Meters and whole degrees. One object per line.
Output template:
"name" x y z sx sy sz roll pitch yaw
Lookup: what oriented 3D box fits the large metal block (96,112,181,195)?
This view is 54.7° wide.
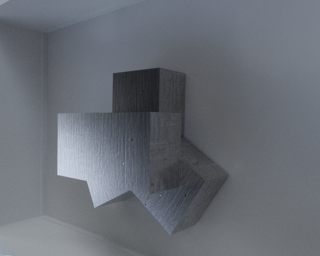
"large metal block" -0.024 0.023 0.342 0.080 0.050 0.080 1 91 40

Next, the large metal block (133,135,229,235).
"large metal block" 0.020 0.064 0.371 0.080 0.050 0.080 42 115 32

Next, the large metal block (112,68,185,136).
"large metal block" -0.016 -0.031 0.402 0.080 0.050 0.079 2 91 40

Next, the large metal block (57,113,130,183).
"large metal block" -0.085 0.022 0.394 0.080 0.050 0.080 1 91 40

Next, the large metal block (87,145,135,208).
"large metal block" -0.061 0.058 0.439 0.080 0.050 0.080 -32 70 35
